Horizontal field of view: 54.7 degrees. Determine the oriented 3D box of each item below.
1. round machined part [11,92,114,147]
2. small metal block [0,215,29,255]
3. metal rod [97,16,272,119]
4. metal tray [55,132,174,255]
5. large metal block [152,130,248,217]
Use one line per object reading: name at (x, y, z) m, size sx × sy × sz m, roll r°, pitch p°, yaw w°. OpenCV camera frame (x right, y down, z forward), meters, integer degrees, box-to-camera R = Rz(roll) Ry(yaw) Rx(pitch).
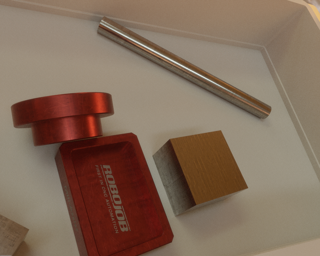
round machined part at (-0.096, -0.007, 0.318) m, size 0.099 × 0.098 × 0.042 m, roll -9°, pitch 90°, yaw -32°
small metal block at (-0.142, 0.090, 0.259) m, size 0.050 × 0.050 × 0.025 m, roll 32°, pitch 52°, yaw -8°
metal rod at (0.046, -0.089, 0.486) m, size 0.301 × 0.025 × 0.025 m, roll 25°, pitch 53°, yaw -13°
metal tray at (-0.050, 0.073, 0.331) m, size 0.091 × 0.030 × 0.130 m, roll -9°, pitch 66°, yaw -32°
large metal block at (0.048, 0.054, 0.384) m, size 0.081 × 0.050 × 0.080 m, roll -8°, pitch 66°, yaw -32°
